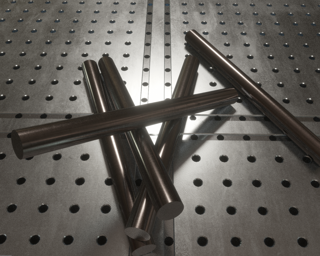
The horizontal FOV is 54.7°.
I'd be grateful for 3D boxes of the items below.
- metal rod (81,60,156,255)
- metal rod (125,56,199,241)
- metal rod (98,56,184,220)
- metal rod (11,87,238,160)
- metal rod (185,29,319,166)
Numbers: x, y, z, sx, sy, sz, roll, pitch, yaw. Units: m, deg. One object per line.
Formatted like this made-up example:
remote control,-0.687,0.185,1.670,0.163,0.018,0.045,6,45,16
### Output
metal rod,-0.063,0.012,0.396,0.025,0.025,0.299,-14,52,-12
metal rod,0.015,-0.003,0.393,0.025,0.025,0.301,11,46,9
metal rod,-0.038,-0.015,0.382,0.025,0.025,0.300,-14,40,-12
metal rod,-0.006,-0.017,0.351,0.302,0.025,0.025,-15,48,-41
metal rod,0.129,-0.062,0.461,0.025,0.025,0.300,-24,54,-19
